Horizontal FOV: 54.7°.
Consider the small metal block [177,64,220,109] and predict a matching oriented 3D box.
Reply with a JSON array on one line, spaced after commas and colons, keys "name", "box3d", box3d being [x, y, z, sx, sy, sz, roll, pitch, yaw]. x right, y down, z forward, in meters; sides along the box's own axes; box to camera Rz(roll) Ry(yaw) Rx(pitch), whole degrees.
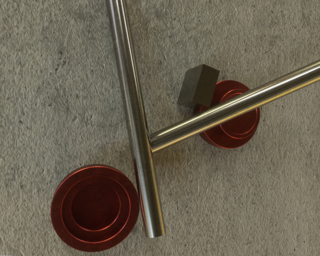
[{"name": "small metal block", "box3d": [0.050, -0.054, 0.414, 0.025, 0.050, 0.050, 19, 84, -19]}]

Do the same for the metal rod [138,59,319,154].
[{"name": "metal rod", "box3d": [0.105, -0.031, 0.392, 0.301, 0.025, 0.025, -24, 99, 3]}]

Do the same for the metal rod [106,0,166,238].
[{"name": "metal rod", "box3d": [-0.031, -0.021, 0.376, 0.025, 0.025, 0.298, -8, 85, -20]}]

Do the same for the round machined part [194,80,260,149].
[{"name": "round machined part", "box3d": [0.101, -0.019, 0.438, 0.099, 0.042, 0.097, 0, 90, -20]}]

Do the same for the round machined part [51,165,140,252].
[{"name": "round machined part", "box3d": [-0.077, 0.091, 0.369, 0.099, 0.042, 0.097, 0, 91, -16]}]
